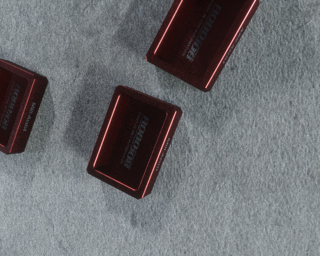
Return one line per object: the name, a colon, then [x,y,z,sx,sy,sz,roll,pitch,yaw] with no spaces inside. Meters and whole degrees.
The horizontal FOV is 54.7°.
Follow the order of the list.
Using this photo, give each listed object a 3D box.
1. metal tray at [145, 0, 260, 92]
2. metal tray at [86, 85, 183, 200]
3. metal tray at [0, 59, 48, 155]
metal tray: [0.052,-0.122,0.387,0.090,0.030,0.129,32,100,16]
metal tray: [-0.036,0.018,0.417,0.090,0.030,0.129,23,97,18]
metal tray: [-0.239,-0.034,0.488,0.090,0.030,0.129,24,98,18]
